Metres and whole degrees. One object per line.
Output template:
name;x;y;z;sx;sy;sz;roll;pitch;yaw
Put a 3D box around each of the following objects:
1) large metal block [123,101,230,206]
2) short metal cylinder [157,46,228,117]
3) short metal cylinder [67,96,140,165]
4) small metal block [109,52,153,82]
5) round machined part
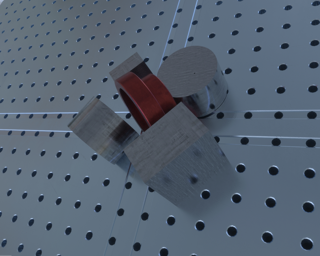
large metal block;0.021;0.031;0.343;0.080;0.080;0.050;-40;51;1
short metal cylinder;0.043;-0.060;0.405;0.080;0.050;0.080;-13;56;20
short metal cylinder;-0.073;0.003;0.407;0.080;0.080;0.050;35;82;38
small metal block;-0.038;-0.074;0.456;0.050;0.050;0.025;-36;52;4
round machined part;-0.011;-0.028;0.384;0.042;0.098;0.098;-34;51;-10
